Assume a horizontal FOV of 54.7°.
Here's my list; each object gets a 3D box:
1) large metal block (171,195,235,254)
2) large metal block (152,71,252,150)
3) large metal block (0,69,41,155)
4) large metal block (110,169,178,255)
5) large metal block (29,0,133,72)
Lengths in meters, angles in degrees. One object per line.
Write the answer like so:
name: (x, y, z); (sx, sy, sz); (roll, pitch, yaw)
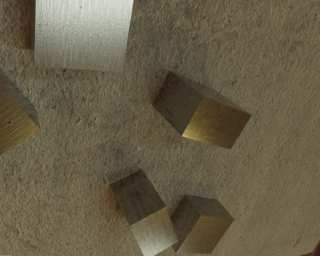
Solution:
large metal block: (0.065, 0.166, 0.529); (0.081, 0.050, 0.080); (18, 109, -35)
large metal block: (0.050, -0.022, 0.385); (0.081, 0.080, 0.050); (16, 110, -35)
large metal block: (-0.173, -0.015, 0.286); (0.080, 0.050, 0.080); (-34, 129, -6)
large metal block: (-0.022, 0.119, 0.433); (0.050, 0.080, 0.080); (-25, 128, -13)
large metal block: (-0.075, -0.101, 0.287); (0.081, 0.050, 0.079); (-2, 119, -28)
